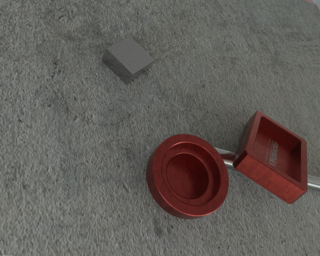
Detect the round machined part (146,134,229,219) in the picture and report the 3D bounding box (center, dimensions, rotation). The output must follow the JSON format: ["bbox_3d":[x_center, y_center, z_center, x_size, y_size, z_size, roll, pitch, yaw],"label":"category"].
[{"bbox_3d":[0.029,0.060,0.371,0.099,0.042,0.098,11,61,-20],"label":"round machined part"}]

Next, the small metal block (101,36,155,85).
[{"bbox_3d":[-0.045,-0.096,0.440,0.050,0.025,0.050,45,51,3],"label":"small metal block"}]

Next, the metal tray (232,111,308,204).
[{"bbox_3d":[0.159,0.035,0.438,0.090,0.030,0.131,33,35,4],"label":"metal tray"}]

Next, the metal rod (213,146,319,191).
[{"bbox_3d":[0.183,0.069,0.463,0.302,0.025,0.025,16,55,-20],"label":"metal rod"}]
